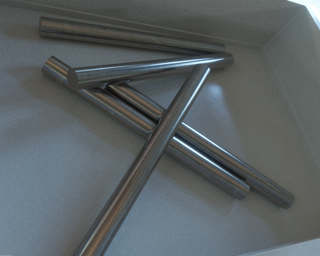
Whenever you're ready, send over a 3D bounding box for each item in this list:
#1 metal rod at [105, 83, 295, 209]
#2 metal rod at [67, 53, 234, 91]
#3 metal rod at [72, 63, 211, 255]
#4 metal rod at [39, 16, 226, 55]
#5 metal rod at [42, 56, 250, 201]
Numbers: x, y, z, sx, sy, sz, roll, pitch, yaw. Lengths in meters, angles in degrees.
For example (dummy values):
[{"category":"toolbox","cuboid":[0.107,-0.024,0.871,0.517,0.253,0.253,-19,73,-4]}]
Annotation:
[{"category":"metal rod","cuboid":[0.058,0.023,0.424,0.301,0.025,0.025,33,51,-7]},{"category":"metal rod","cuboid":[0.011,-0.087,0.446,0.302,0.025,0.025,-17,71,-41]},{"category":"metal rod","cuboid":[-0.009,0.028,0.358,0.025,0.025,0.301,36,59,-5]},{"category":"metal rod","cuboid":[-0.023,-0.135,0.476,0.303,0.025,0.025,-1,62,-29]},{"category":"metal rod","cuboid":[-0.013,0.004,0.397,0.301,0.025,0.025,33,51,-7]}]
